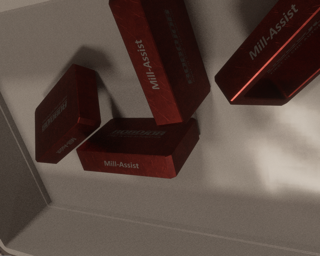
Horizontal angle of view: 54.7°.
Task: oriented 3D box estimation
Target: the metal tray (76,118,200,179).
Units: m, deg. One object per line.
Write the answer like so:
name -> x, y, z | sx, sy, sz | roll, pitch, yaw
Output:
metal tray -> -0.027, 0.020, 0.391 | 0.130, 0.090, 0.030 | 1, 119, 27

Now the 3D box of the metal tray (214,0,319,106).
metal tray -> 0.118, -0.072, 0.259 | 0.129, 0.091, 0.030 | -51, 54, 39

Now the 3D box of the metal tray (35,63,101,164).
metal tray -> -0.132, -0.016, 0.428 | 0.130, 0.030, 0.090 | -35, 56, 38

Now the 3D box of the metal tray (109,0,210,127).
metal tray -> 0.007, -0.077, 0.313 | 0.030, 0.090, 0.129 | -8, 115, 32
